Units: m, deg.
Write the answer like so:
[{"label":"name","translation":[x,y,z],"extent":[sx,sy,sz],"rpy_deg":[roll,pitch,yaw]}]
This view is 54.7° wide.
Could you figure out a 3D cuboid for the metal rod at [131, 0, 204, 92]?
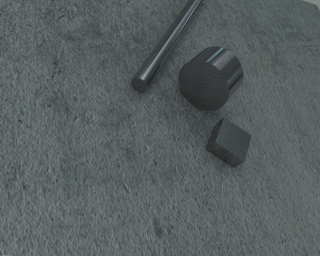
[{"label":"metal rod","translation":[0.027,-0.163,0.519],"extent":[0.025,0.025,0.301],"rpy_deg":[34,51,-7]}]

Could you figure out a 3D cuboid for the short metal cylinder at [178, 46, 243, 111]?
[{"label":"short metal cylinder","translation":[0.074,-0.072,0.455],"extent":[0.080,0.080,0.050],"rpy_deg":[44,51,2]}]

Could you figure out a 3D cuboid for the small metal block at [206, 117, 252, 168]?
[{"label":"small metal block","translation":[0.100,0.021,0.447],"extent":[0.050,0.025,0.050],"rpy_deg":[33,51,-7]}]
